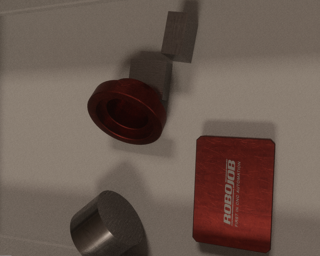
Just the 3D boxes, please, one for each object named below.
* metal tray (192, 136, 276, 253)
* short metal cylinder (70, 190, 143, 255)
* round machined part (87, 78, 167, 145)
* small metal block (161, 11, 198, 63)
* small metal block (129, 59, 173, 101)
[{"bbox_3d":[0.089,0.076,0.376,0.090,0.030,0.129,3,91,19],"label":"metal tray"},{"bbox_3d":[-0.068,0.129,0.404,0.050,0.080,0.080,-41,78,15],"label":"short metal cylinder"},{"bbox_3d":[-0.038,-0.025,0.395,0.098,0.098,0.042,7,51,19],"label":"round machined part"},{"bbox_3d":[0.026,-0.112,0.388,0.025,0.050,0.050,12,94,19],"label":"small metal block"},{"bbox_3d":[-0.014,-0.064,0.414,0.050,0.025,0.050,8,93,19],"label":"small metal block"}]
